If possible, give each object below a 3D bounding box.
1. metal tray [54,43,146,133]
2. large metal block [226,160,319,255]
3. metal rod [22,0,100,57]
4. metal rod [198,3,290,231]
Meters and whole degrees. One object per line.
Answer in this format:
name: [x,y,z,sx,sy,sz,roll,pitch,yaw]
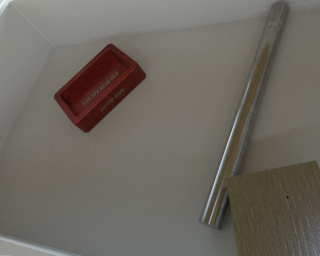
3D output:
metal tray: [-0.097,-0.066,0.491,0.130,0.030,0.090,-44,51,-3]
large metal block: [0.111,0.083,0.280,0.080,0.050,0.080,-15,56,19]
metal rod: [-0.163,-0.254,0.646,0.300,0.025,0.025,-39,51,1]
metal rod: [0.106,-0.029,0.367,0.025,0.025,0.300,10,67,32]
